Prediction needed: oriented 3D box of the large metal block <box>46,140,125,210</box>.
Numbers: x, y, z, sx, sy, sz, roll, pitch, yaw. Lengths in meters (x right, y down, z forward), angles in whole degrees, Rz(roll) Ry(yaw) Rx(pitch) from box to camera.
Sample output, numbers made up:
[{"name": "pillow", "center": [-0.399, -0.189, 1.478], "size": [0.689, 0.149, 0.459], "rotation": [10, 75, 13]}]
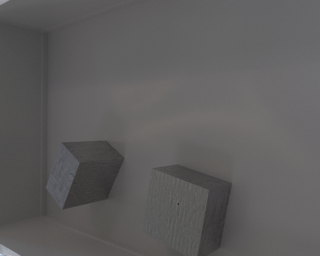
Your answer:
[{"name": "large metal block", "center": [-0.111, 0.067, 0.463], "size": [0.050, 0.081, 0.079], "rotation": [38, 113, 33]}]

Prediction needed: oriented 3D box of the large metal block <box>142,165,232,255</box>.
[{"name": "large metal block", "center": [0.030, 0.094, 0.366], "size": [0.080, 0.050, 0.079], "rotation": [14, 99, 39]}]
